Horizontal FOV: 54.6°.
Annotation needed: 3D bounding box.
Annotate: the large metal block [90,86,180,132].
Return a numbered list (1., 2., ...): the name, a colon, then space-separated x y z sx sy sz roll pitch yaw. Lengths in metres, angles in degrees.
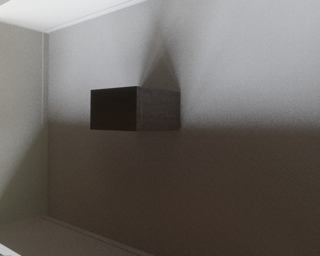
1. large metal block: -0.031 -0.022 0.395 0.080 0.081 0.050 2 91 40
